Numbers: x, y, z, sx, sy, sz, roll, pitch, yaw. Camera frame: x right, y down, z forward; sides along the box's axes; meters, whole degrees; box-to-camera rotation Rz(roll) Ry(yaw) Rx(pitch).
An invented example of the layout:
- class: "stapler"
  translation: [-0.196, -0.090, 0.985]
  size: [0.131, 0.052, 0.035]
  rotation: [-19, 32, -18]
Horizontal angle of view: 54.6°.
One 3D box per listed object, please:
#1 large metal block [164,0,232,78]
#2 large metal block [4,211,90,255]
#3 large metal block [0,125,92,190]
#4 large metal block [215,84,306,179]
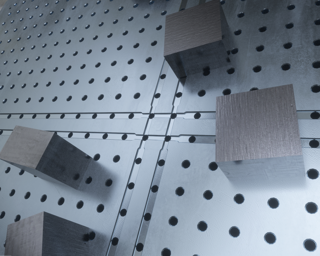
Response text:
- class: "large metal block"
  translation: [0.054, -0.127, 0.443]
  size: [0.080, 0.050, 0.080]
  rotation: [-11, 57, 22]
- class: "large metal block"
  translation: [-0.124, 0.149, 0.347]
  size: [0.050, 0.080, 0.080]
  rotation: [-23, 53, 15]
- class: "large metal block"
  translation: [-0.158, 0.041, 0.432]
  size: [0.080, 0.080, 0.050]
  rotation: [8, 66, 32]
- class: "large metal block"
  translation: [0.106, 0.006, 0.333]
  size: [0.080, 0.050, 0.080]
  rotation: [-8, 58, 24]
